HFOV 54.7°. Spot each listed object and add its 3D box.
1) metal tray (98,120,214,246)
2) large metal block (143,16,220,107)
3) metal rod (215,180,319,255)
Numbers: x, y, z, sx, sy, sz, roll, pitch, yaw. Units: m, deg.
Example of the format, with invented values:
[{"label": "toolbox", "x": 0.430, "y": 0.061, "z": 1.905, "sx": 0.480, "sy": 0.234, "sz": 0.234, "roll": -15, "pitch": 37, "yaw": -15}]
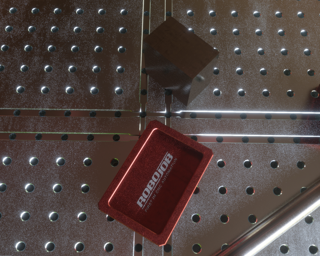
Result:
[{"label": "metal tray", "x": -0.003, "y": 0.065, "z": 0.385, "sx": 0.090, "sy": 0.030, "sz": 0.130, "roll": 29, "pitch": 72, "yaw": 9}, {"label": "large metal block", "x": 0.026, "y": -0.086, "z": 0.414, "sx": 0.080, "sy": 0.080, "sz": 0.050, "roll": 41, "pitch": 75, "yaw": 13}, {"label": "metal rod", "x": 0.167, "y": 0.099, "z": 0.377, "sx": 0.301, "sy": 0.025, "sz": 0.025, "roll": -31, "pitch": 73, "yaw": -11}]
